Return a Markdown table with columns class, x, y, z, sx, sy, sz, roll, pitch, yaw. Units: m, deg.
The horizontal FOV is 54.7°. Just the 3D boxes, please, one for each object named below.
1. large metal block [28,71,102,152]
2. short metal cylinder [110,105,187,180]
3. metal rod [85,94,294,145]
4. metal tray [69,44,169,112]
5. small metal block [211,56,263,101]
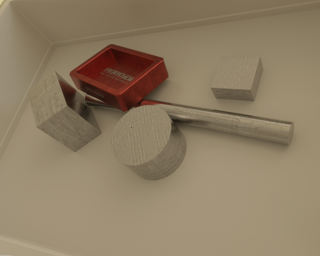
| class | x | y | z | sx | sy | sz | roll | pitch | yaw |
| --- | --- | --- | --- | --- | --- | --- | --- | --- | --- |
| large metal block | -0.140 | -0.023 | 0.456 | 0.050 | 0.080 | 0.080 | -35 | 52 | 5 |
| short metal cylinder | -0.014 | 0.019 | 0.384 | 0.080 | 0.050 | 0.080 | -13 | 56 | 20 |
| metal rod | 0.015 | -0.021 | 0.409 | 0.300 | 0.025 | 0.025 | 12 | 68 | 32 |
| metal tray | -0.063 | -0.080 | 0.461 | 0.130 | 0.030 | 0.090 | 26 | 59 | 40 |
| small metal block | 0.098 | -0.063 | 0.392 | 0.050 | 0.025 | 0.050 | 8 | 65 | 31 |
